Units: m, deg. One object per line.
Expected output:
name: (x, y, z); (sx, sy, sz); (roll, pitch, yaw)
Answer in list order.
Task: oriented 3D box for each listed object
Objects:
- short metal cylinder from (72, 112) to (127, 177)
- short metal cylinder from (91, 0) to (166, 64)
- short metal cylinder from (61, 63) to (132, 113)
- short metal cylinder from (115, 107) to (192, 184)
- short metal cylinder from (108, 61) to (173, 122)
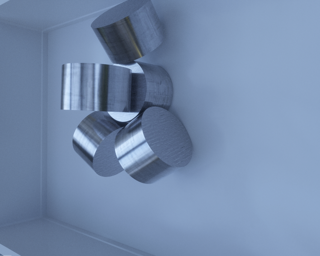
short metal cylinder: (-0.072, 0.020, 0.428); (0.050, 0.081, 0.079); (36, 112, 34)
short metal cylinder: (-0.039, -0.125, 0.393); (0.080, 0.080, 0.050); (5, 136, 40)
short metal cylinder: (-0.074, -0.045, 0.364); (0.080, 0.081, 0.050); (4, 93, 40)
short metal cylinder: (-0.007, 0.021, 0.375); (0.050, 0.081, 0.080); (-36, 68, 35)
short metal cylinder: (-0.030, -0.048, 0.412); (0.080, 0.050, 0.080); (0, 90, 40)
